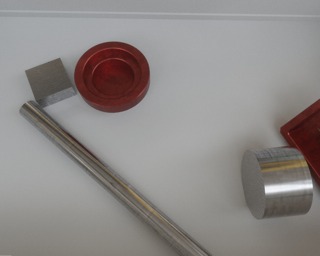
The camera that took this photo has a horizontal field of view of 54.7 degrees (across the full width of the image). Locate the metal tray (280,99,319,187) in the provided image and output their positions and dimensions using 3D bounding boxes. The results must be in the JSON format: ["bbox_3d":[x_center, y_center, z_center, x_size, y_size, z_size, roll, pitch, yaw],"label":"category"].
[{"bbox_3d":[0.215,0.030,0.364,0.030,0.090,0.130,-20,70,-31],"label":"metal tray"}]

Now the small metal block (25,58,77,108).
[{"bbox_3d":[-0.151,-0.063,0.431,0.050,0.025,0.050,-23,72,-9],"label":"small metal block"}]

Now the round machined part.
[{"bbox_3d":[-0.063,-0.065,0.424,0.099,0.042,0.098,0,70,-1],"label":"round machined part"}]

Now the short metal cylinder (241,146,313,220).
[{"bbox_3d":[0.132,0.063,0.359,0.050,0.080,0.080,-5,70,-2],"label":"short metal cylinder"}]

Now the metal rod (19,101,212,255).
[{"bbox_3d":[-0.063,0.064,0.385,0.300,0.025,0.025,38,74,12],"label":"metal rod"}]
